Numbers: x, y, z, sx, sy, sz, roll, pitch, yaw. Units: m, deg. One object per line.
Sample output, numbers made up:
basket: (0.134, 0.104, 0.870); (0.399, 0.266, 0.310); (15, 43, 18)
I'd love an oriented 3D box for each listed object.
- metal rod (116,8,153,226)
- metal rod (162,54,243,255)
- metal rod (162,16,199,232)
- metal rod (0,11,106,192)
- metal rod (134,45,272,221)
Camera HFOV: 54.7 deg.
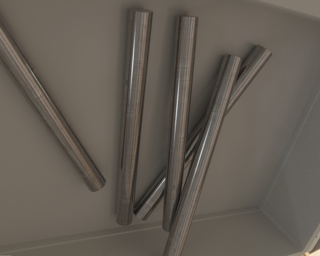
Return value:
metal rod: (-0.037, 0.007, 0.392); (0.025, 0.025, 0.298); (-7, 122, -25)
metal rod: (0.055, 0.049, 0.422); (0.025, 0.025, 0.298); (12, 98, -33)
metal rod: (0.023, 0.011, 0.406); (0.025, 0.025, 0.298); (-8, 116, -24)
metal rod: (-0.126, -0.036, 0.317); (0.025, 0.025, 0.299); (-29, 128, -10)
metal rod: (0.056, 0.013, 0.447); (0.025, 0.025, 0.299); (28, 103, -38)
